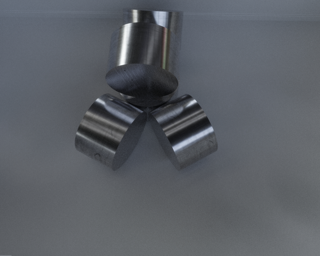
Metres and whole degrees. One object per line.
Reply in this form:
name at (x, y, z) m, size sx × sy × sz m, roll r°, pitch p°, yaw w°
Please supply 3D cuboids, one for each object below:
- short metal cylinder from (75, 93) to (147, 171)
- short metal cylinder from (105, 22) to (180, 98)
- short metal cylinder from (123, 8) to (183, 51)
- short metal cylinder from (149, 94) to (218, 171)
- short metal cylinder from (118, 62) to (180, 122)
short metal cylinder at (-0.058, 0.005, 0.376) m, size 0.050 × 0.080 × 0.080 m, roll 28°, pitch 72°, yaw 10°
short metal cylinder at (-0.018, -0.074, 0.352) m, size 0.080 × 0.080 × 0.050 m, roll 3°, pitch 70°, yaw 1°
short metal cylinder at (-0.010, -0.134, 0.421) m, size 0.080 × 0.080 × 0.050 m, roll 4°, pitch 113°, yaw 1°
short metal cylinder at (0.027, 0.005, 0.377) m, size 0.050 × 0.080 × 0.080 m, roll -27°, pitch 73°, yaw -9°
short metal cylinder at (-0.015, -0.055, 0.413) m, size 0.081 × 0.050 × 0.080 m, roll 0°, pitch 70°, yaw 0°
